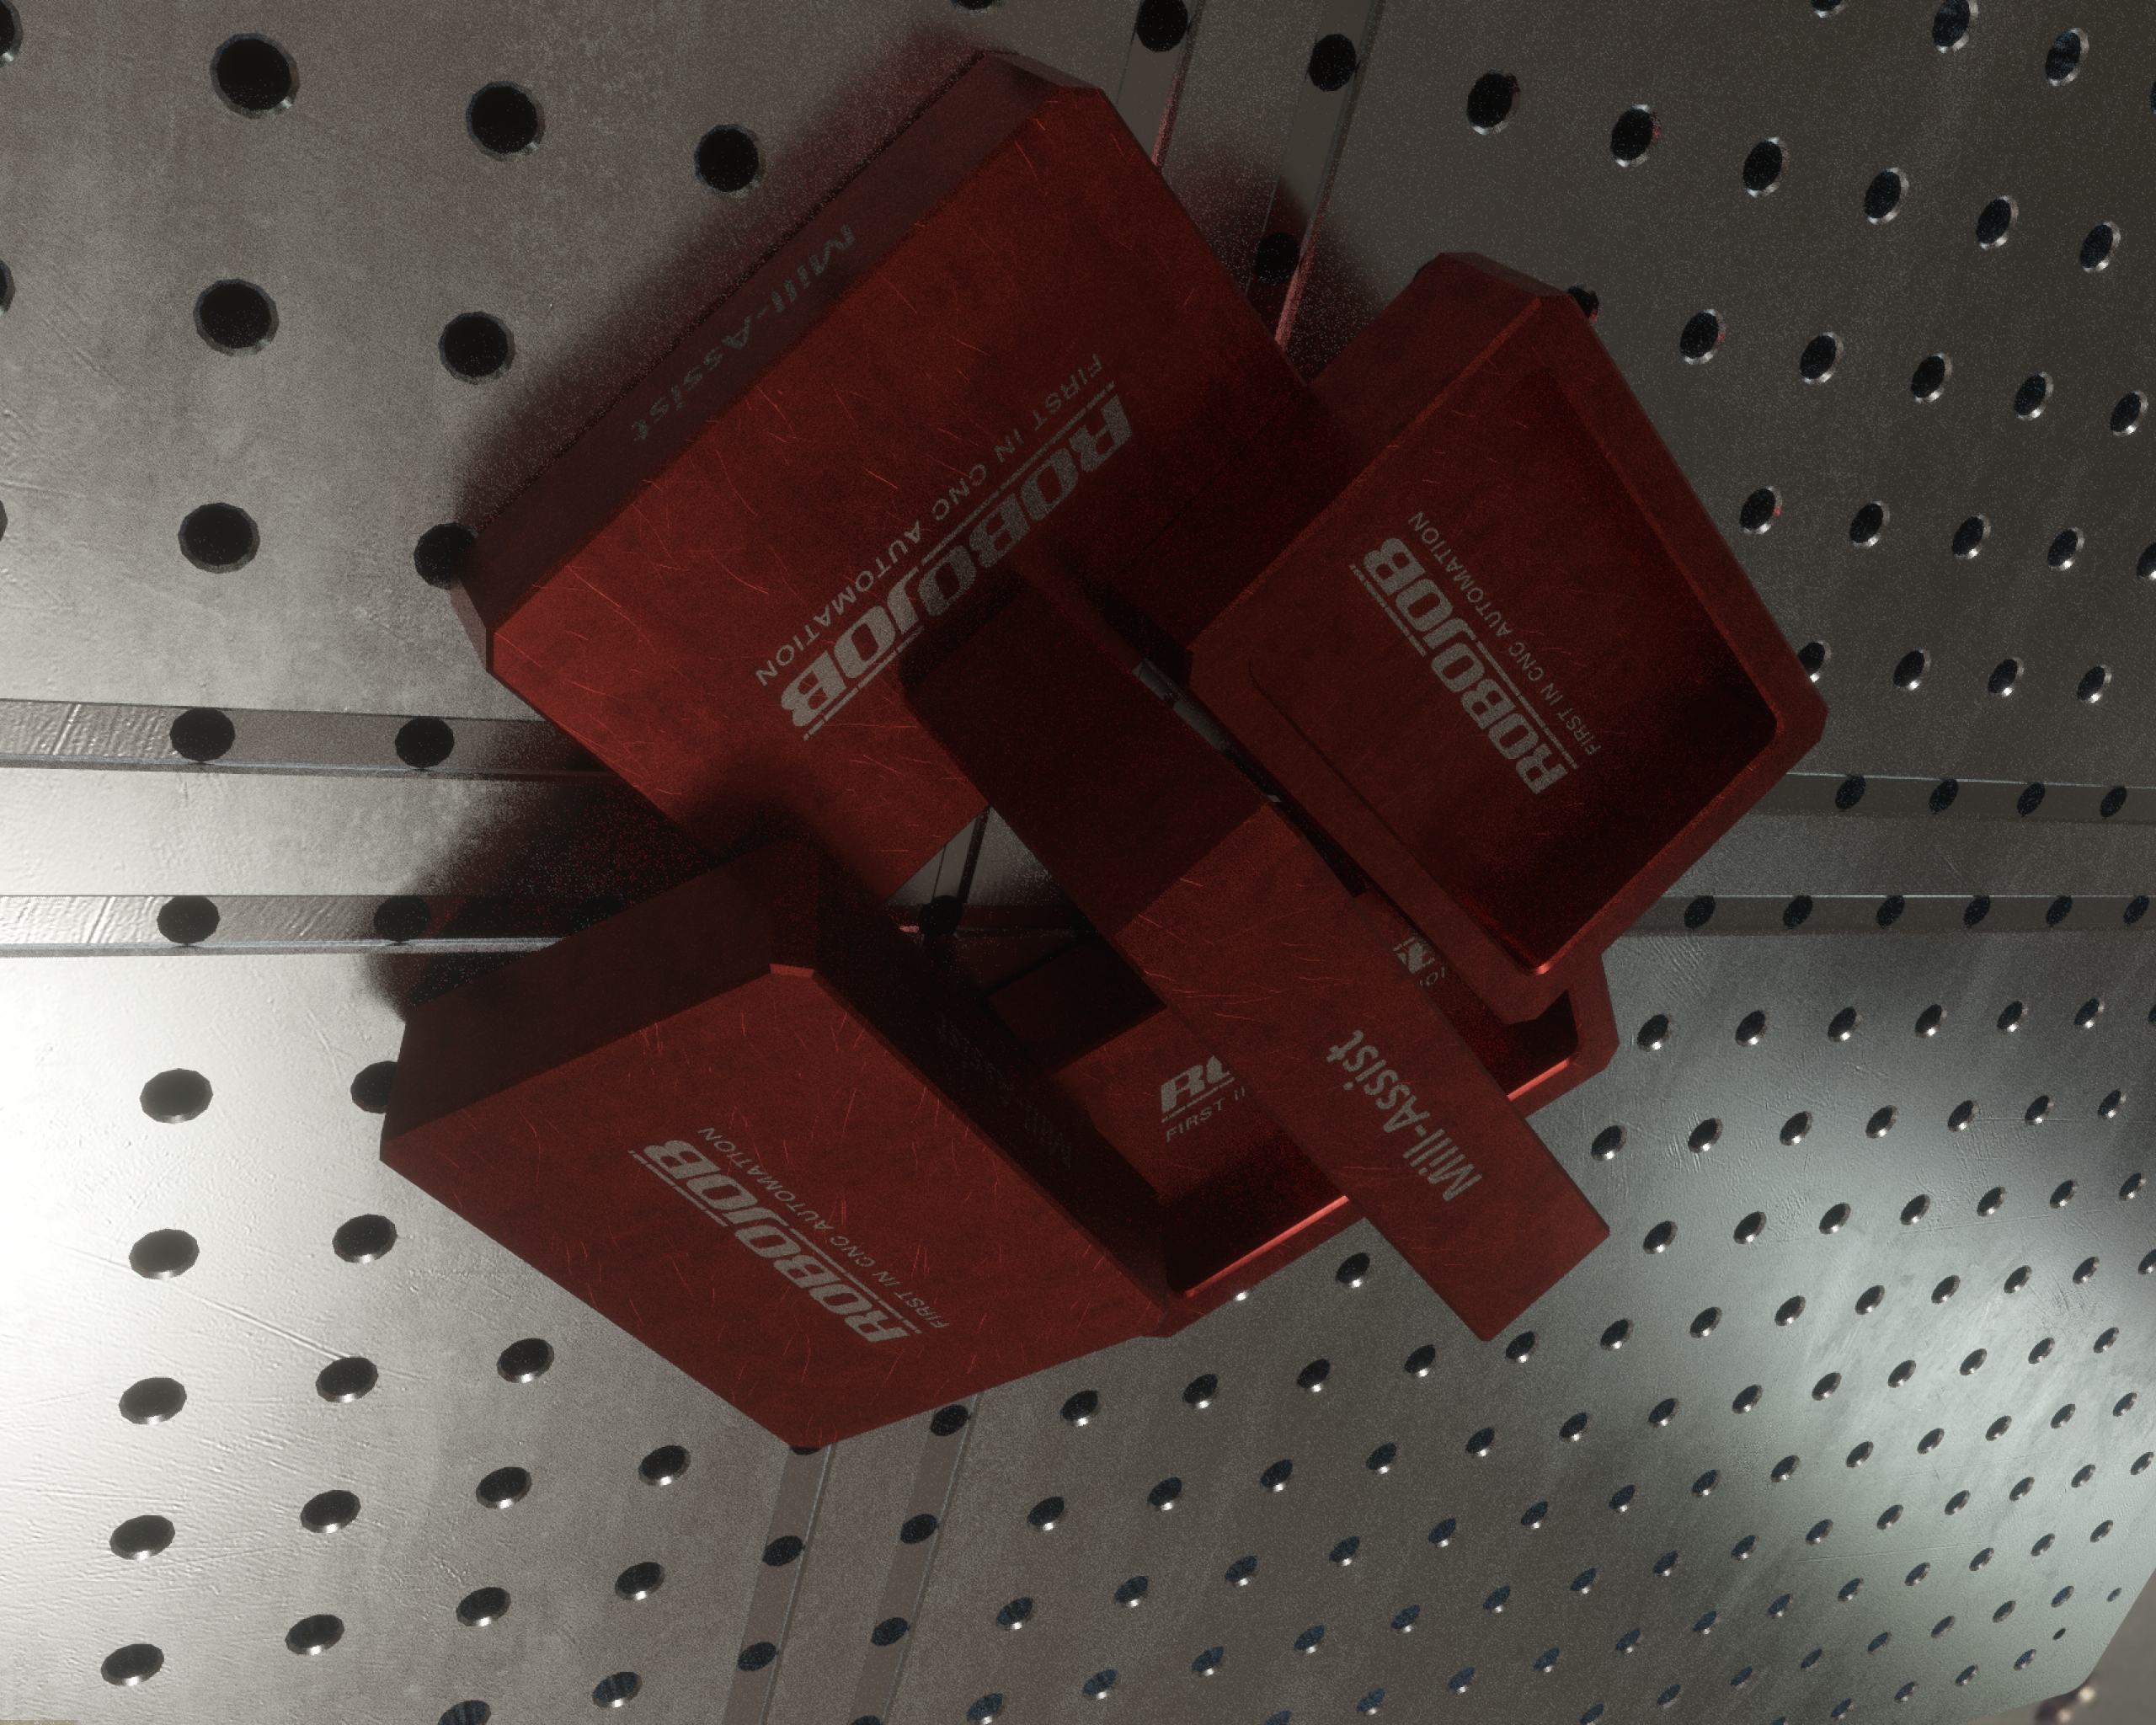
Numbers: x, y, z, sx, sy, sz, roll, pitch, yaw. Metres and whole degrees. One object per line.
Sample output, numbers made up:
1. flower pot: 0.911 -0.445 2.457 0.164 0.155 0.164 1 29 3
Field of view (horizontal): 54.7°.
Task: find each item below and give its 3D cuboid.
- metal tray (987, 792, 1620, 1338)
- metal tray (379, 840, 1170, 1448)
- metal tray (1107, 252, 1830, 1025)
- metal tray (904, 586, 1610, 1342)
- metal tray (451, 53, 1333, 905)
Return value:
1. metal tray: 0.052 0.038 0.460 0.131 0.030 0.090 -30 129 -10
2. metal tray: -0.052 0.059 0.393 0.090 0.030 0.130 -24 132 18
3. metal tray: 0.077 -0.036 0.390 0.090 0.030 0.130 -45 130 3
4. metal tray: 0.032 0.019 0.360 0.030 0.090 0.130 -42 130 0
5. metal tray: -0.028 -0.059 0.356 0.130 0.030 0.090 -43 130 1
